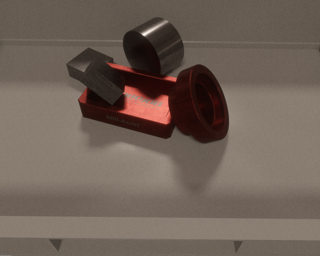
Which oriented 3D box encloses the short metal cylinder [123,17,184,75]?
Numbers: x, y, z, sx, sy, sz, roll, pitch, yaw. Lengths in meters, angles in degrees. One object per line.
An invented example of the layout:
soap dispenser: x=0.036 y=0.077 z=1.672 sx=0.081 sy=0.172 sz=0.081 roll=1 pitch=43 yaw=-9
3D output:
short metal cylinder: x=-0.010 y=-0.119 z=0.470 sx=0.080 sy=0.080 sz=0.050 roll=37 pitch=59 yaw=26

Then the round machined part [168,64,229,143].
round machined part: x=0.047 y=-0.028 z=0.394 sx=0.042 sy=0.098 sz=0.098 roll=-17 pitch=41 yaw=33

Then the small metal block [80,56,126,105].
small metal block: x=-0.074 y=-0.064 z=0.414 sx=0.050 sy=0.025 sz=0.050 roll=37 pitch=21 yaw=-22

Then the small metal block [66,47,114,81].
small metal block: x=-0.107 y=-0.095 z=0.483 sx=0.050 sy=0.025 sz=0.050 roll=27 pitch=55 yaw=20

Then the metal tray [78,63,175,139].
metal tray: x=-0.035 y=-0.042 z=0.436 sx=0.131 sy=0.030 sz=0.090 roll=15 pitch=51 yaw=11
